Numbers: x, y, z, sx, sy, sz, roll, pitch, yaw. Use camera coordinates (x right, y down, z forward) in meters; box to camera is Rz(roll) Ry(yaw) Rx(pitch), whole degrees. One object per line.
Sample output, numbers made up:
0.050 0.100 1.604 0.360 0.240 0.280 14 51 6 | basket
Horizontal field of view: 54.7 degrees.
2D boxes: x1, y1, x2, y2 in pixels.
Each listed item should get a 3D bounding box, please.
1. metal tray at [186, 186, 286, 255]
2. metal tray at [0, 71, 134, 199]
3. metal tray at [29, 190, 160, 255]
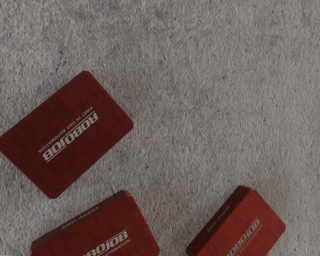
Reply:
0.112 0.160 0.448 0.130 0.030 0.090 -45 104 -14 | metal tray
-0.108 0.006 0.366 0.130 0.030 0.090 -43 104 -15 | metal tray
-0.076 0.147 0.378 0.131 0.030 0.090 -28 100 -18 | metal tray
